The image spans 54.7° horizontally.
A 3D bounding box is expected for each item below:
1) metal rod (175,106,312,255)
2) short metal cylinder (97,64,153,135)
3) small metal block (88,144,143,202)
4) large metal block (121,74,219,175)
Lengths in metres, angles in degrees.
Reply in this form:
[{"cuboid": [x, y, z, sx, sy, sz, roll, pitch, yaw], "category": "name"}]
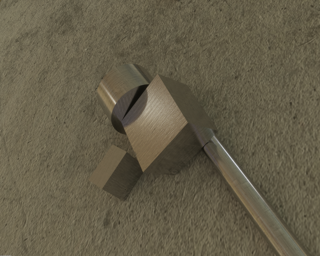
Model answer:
[{"cuboid": [0.073, 0.042, 0.339, 0.025, 0.025, 0.300, -36, 51, 4], "category": "metal rod"}, {"cuboid": [-0.036, -0.037, 0.409, 0.080, 0.080, 0.050, -39, 51, 2], "category": "short metal cylinder"}, {"cuboid": [-0.051, 0.056, 0.379, 0.025, 0.050, 0.050, 23, 74, 36], "category": "small metal block"}, {"cuboid": [0.008, -0.002, 0.363, 0.080, 0.050, 0.080, -50, 48, 27], "category": "large metal block"}]
